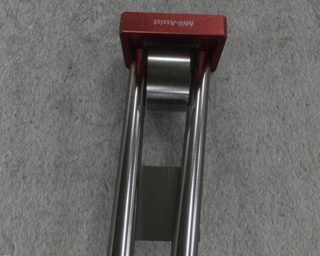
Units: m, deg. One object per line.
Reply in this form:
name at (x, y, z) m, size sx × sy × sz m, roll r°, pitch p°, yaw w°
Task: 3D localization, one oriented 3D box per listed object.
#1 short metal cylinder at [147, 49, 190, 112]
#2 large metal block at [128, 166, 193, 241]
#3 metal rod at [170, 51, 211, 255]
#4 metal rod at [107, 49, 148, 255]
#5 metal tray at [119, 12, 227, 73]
short metal cylinder at (0.010, -0.062, 0.403) m, size 0.050 × 0.080 × 0.080 m, roll 2°, pitch 70°, yaw 0°
large metal block at (0.003, 0.089, 0.361) m, size 0.081 × 0.050 × 0.080 m, roll 2°, pitch 70°, yaw 0°
metal rod at (0.039, 0.022, 0.352) m, size 0.025 × 0.025 × 0.300 m, roll 8°, pitch 55°, yaw 2°
metal rod at (-0.033, 0.019, 0.353) m, size 0.025 × 0.025 × 0.300 m, roll 2°, pitch 55°, yaw 0°
metal tray at (0.016, -0.112, 0.416) m, size 0.131 × 0.090 × 0.030 m, roll 2°, pitch 70°, yaw 0°
